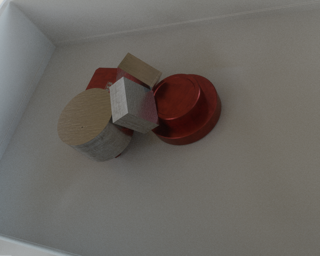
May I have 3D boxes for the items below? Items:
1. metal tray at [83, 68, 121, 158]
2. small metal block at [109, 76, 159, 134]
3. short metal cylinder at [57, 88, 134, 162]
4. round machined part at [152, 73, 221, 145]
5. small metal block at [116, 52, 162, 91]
[{"bbox_3d":[-0.077,-0.027,0.453,0.090,0.030,0.130,8,66,31],"label":"metal tray"},{"bbox_3d":[-0.031,-0.026,0.368,0.025,0.050,0.050,-30,56,33],"label":"small metal block"},{"bbox_3d":[-0.080,-0.003,0.392,0.080,0.050,0.080,-13,56,20],"label":"short metal cylinder"},{"bbox_3d":[0.025,-0.031,0.397,0.098,0.042,0.098,-13,56,20],"label":"round machined part"},{"bbox_3d":[-0.029,-0.065,0.409,0.050,0.050,0.025,31,70,0],"label":"small metal block"}]
